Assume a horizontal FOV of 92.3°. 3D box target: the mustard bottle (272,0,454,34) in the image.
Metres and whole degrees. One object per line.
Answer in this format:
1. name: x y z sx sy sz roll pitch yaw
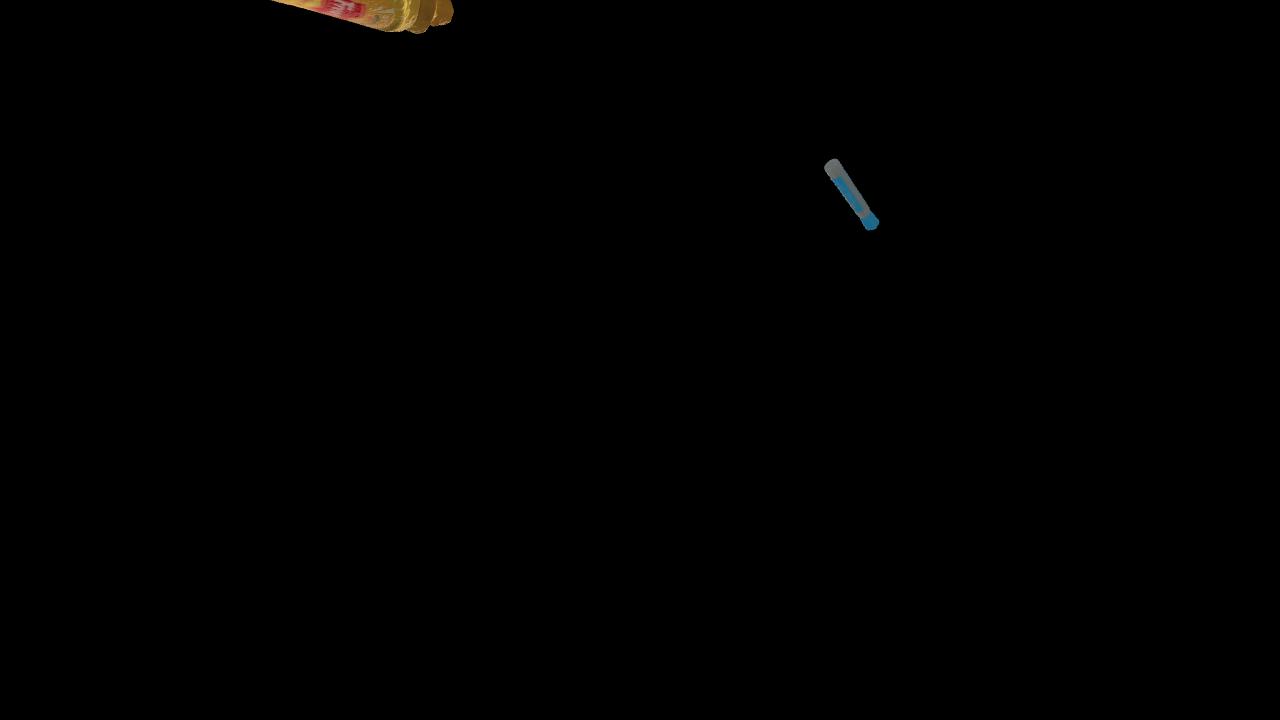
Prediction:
1. mustard bottle: -0.208 -0.260 0.410 0.092 0.054 0.184 5 10 40

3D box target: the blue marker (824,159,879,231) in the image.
1. blue marker: 0.267 -0.203 0.768 0.020 0.020 0.121 0 -30 48
